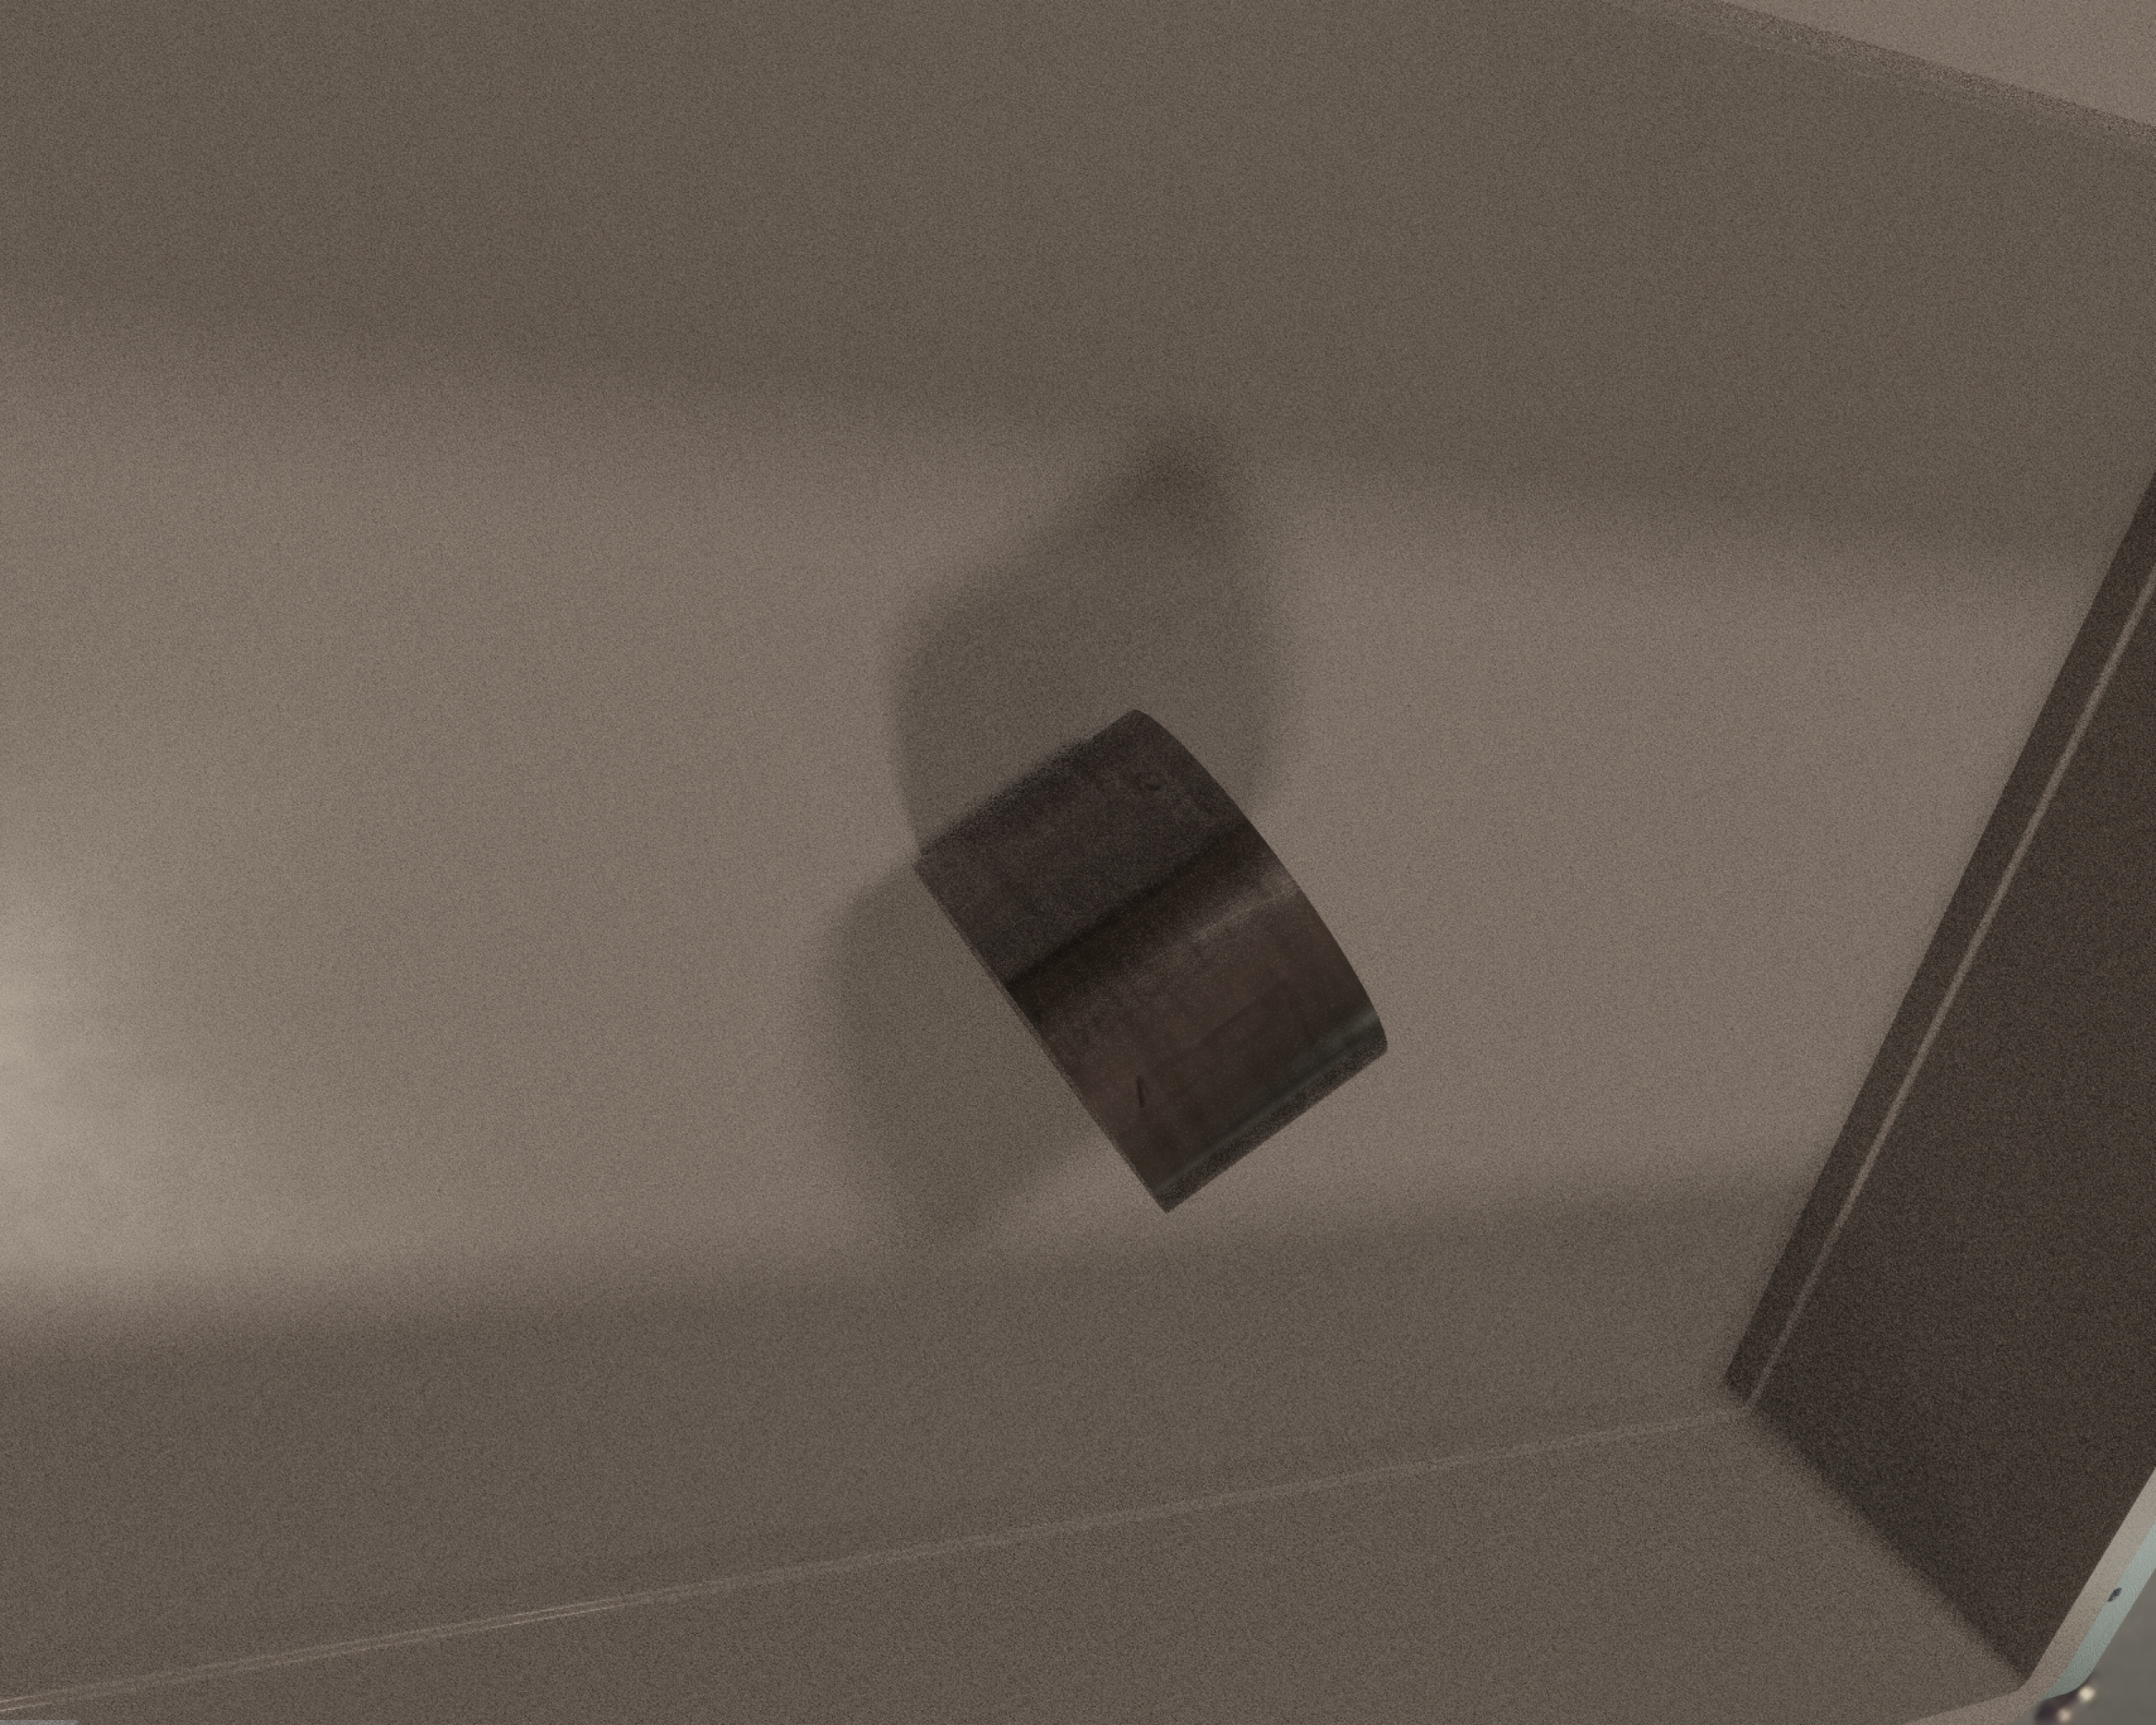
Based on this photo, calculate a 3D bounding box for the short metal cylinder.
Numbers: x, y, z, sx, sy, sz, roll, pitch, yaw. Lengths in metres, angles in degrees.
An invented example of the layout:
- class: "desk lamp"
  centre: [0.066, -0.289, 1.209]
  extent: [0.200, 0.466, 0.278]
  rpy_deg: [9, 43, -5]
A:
- class: "short metal cylinder"
  centre: [0.013, 0.018, 0.390]
  extent: [0.050, 0.080, 0.080]
  rpy_deg: [-36, 130, -5]
